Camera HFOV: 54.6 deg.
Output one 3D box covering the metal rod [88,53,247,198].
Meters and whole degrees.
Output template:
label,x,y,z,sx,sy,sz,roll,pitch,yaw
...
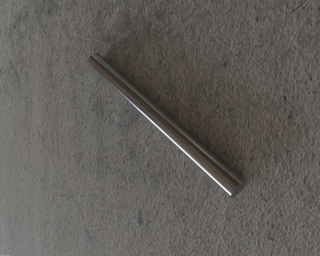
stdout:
label,x,y,z,sx,sy,sz,roll,pitch,yaw
metal rod,-0.009,-0.020,0.413,0.300,0.025,0.025,43,116,31
